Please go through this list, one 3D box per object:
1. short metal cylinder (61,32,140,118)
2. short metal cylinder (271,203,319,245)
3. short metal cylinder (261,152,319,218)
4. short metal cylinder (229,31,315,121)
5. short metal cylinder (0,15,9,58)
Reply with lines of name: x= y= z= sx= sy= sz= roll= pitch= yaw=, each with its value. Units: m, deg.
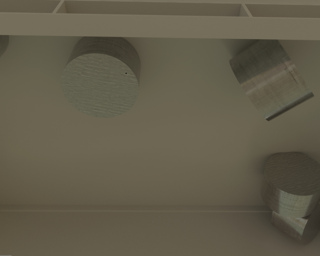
short metal cylinder: x=-0.063 y=-0.058 z=0.343 sx=0.081 sy=0.050 sz=0.079 roll=0 pitch=130 yaw=0
short metal cylinder: x=0.220 y=0.133 z=0.483 sx=0.081 sy=0.050 sz=0.079 roll=-19 pitch=121 yaw=-34
short metal cylinder: x=0.189 y=0.080 z=0.444 sx=0.080 sy=0.080 sz=0.050 roll=-4 pitch=130 yaw=3
short metal cylinder: x=0.118 y=-0.054 z=0.329 sx=0.050 sy=0.080 sz=0.080 roll=-33 pitch=123 yaw=24
short metal cylinder: x=-0.204 y=-0.091 z=0.312 sx=0.081 sy=0.050 sz=0.079 roll=0 pitch=130 yaw=0
